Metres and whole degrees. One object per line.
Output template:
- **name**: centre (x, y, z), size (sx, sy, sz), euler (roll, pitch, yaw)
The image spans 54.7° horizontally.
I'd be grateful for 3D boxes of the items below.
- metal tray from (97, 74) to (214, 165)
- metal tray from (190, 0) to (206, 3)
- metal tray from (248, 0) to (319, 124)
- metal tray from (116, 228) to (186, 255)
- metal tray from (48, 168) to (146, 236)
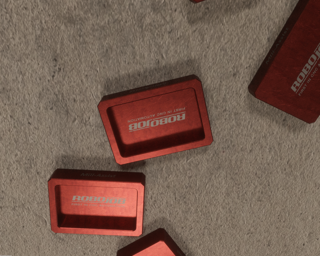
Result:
- **metal tray**: centre (-0.004, -0.010, 0.403), size (0.131, 0.030, 0.089), euler (-13, 110, 4)
- **metal tray**: centre (0.060, -0.212, 0.329), size (0.090, 0.030, 0.129), euler (-17, 110, 5)
- **metal tray**: centre (0.182, -0.081, 0.380), size (0.090, 0.030, 0.129), euler (24, 108, -9)
- **metal tray**: centre (0.002, 0.230, 0.492), size (0.090, 0.030, 0.130), euler (-32, 108, 10)
- **metal tray**: centre (-0.088, 0.107, 0.445), size (0.131, 0.030, 0.089), euler (3, 110, -2)
